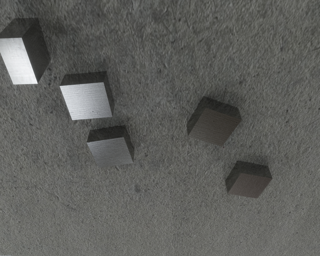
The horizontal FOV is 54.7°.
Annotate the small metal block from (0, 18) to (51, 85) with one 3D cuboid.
[{"bbox_3d":[-0.139,-0.080,0.321,0.025,0.050,0.050,-2,130,1],"label":"small metal block"}]

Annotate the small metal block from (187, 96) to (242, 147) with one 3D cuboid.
[{"bbox_3d":[0.069,-0.008,0.401,0.050,0.025,0.050,17,128,-14],"label":"small metal block"}]

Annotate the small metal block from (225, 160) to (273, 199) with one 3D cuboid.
[{"bbox_3d":[0.135,0.080,0.477,0.050,0.025,0.050,11,129,-10],"label":"small metal block"}]

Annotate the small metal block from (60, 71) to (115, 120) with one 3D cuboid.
[{"bbox_3d":[-0.086,-0.039,0.373,0.050,0.025,0.050,-5,130,3],"label":"small metal block"}]

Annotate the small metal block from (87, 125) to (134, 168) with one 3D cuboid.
[{"bbox_3d":[-0.067,0.026,0.429,0.050,0.025,0.050,-9,130,7],"label":"small metal block"}]
